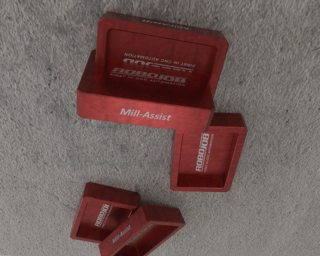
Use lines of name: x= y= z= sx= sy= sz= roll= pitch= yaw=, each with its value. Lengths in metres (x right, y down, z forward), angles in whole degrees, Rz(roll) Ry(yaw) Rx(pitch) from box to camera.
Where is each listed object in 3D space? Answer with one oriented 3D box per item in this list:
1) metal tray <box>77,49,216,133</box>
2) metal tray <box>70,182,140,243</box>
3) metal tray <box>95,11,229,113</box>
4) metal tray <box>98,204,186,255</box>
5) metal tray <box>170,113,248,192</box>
metal tray: x=-0.014 y=-0.041 z=0.328 sx=0.131 sy=0.090 sz=0.030 roll=7 pitch=129 yaw=-7
metal tray: x=-0.097 y=0.152 z=0.532 sx=0.091 sy=0.030 sz=0.129 roll=15 pitch=129 yaw=-13
metal tray: x=-0.002 y=-0.067 z=0.335 sx=0.131 sy=0.030 sz=0.089 roll=8 pitch=121 yaw=-6
metal tray: x=-0.031 y=0.183 z=0.529 sx=0.090 sy=0.030 sz=0.129 roll=21 pitch=122 yaw=-42
metal tray: x=0.063 y=0.038 z=0.436 sx=0.091 sy=0.030 sz=0.129 roll=2 pitch=130 yaw=-2
